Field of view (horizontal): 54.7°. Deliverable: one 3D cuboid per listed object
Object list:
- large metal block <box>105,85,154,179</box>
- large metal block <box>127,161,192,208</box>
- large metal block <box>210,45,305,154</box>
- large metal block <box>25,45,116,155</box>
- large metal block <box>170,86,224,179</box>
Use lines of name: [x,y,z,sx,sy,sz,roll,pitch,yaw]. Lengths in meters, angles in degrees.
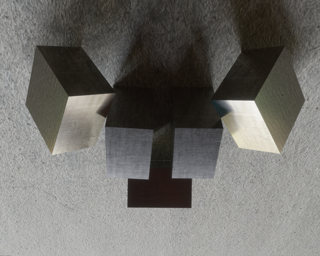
large metal block: [-0.035,0.005,0.376,0.050,0.080,0.079,4,130,-4]
large metal block: [-0.001,0.075,0.428,0.081,0.080,0.050,1,91,-1]
large metal block: [0.111,-0.031,0.340,0.050,0.080,0.080,6,143,46]
large metal block: [-0.100,-0.031,0.333,0.050,0.080,0.079,-11,142,-41]
large metal block: [0.040,0.005,0.378,0.050,0.080,0.079,1,130,-1]
